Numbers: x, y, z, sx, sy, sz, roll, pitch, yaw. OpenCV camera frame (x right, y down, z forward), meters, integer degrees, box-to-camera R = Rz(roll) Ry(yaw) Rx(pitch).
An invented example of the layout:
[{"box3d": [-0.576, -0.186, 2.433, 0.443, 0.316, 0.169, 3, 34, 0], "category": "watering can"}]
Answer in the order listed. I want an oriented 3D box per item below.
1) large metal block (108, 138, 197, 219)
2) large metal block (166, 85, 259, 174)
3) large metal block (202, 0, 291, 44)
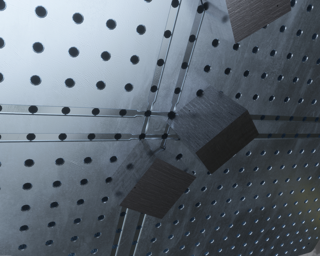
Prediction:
[{"box3d": [-0.011, 0.072, 0.433, 0.080, 0.050, 0.080, 31, 101, -38], "category": "large metal block"}, {"box3d": [0.068, 0.000, 0.412, 0.080, 0.080, 0.050, -39, 129, -2], "category": "large metal block"}, {"box3d": [0.095, -0.156, 0.350, 0.080, 0.050, 0.080, -32, 129, -7], "category": "large metal block"}]
